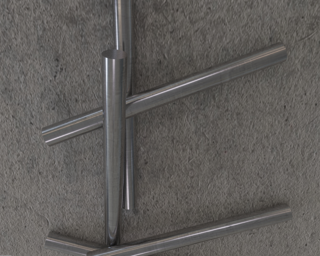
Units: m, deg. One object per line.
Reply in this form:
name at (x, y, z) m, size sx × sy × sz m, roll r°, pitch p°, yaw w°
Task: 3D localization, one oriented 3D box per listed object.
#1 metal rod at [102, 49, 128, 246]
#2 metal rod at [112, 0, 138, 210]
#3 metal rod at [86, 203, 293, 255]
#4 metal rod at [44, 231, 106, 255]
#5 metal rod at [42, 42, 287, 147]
metal rod at (-0.058, 0.049, 0.388) m, size 0.025 × 0.025 × 0.298 m, roll 5°, pitch 125°, yaw -2°
metal rod at (-0.044, -0.029, 0.398) m, size 0.025 × 0.025 × 0.298 m, roll 0°, pitch 110°, yaw 0°
metal rod at (0.043, 0.159, 0.455) m, size 0.302 × 0.025 × 0.025 m, roll -14°, pitch 110°, yaw -1°
metal rod at (-0.028, 0.213, 0.487) m, size 0.302 × 0.025 × 0.025 m, roll 17°, pitch 109°, yaw -7°
metal rod at (0.006, -0.041, 0.374) m, size 0.301 × 0.025 × 0.025 m, roll -20°, pitch 109°, yaw -1°
